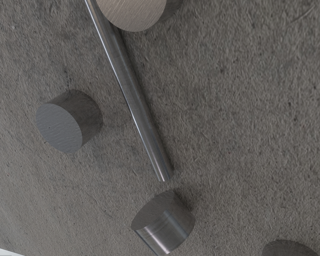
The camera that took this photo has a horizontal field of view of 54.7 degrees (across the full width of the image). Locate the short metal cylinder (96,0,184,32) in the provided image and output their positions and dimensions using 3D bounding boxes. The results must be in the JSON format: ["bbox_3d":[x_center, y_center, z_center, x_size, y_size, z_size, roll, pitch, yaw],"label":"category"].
[{"bbox_3d":[-0.019,-0.143,0.312,0.080,0.050,0.079,13,124,21],"label":"short metal cylinder"}]

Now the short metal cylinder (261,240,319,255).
[{"bbox_3d":[0.177,0.201,0.422,0.080,0.050,0.079,13,124,21],"label":"short metal cylinder"}]

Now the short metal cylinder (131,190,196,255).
[{"bbox_3d":[0.005,0.138,0.454,0.080,0.080,0.050,-32,101,38],"label":"short metal cylinder"}]

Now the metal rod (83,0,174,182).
[{"bbox_3d":[-0.041,-0.061,0.391,0.025,0.025,0.299,-7,115,31],"label":"metal rod"}]

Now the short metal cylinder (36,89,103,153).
[{"bbox_3d":[-0.132,-0.010,0.454,0.080,0.050,0.079,13,124,21],"label":"short metal cylinder"}]
